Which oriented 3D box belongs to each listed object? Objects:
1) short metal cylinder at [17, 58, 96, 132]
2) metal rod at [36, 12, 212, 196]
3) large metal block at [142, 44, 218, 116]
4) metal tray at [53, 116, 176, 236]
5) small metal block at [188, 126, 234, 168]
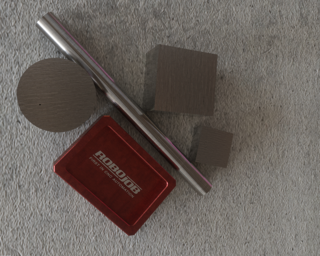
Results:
[{"bbox_3d":[-0.117,-0.035,0.354,0.081,0.050,0.079,0,90,-21],"label":"short metal cylinder"},{"bbox_3d":[-0.036,-0.020,0.397,0.025,0.025,0.300,-47,105,-14],"label":"metal rod"},{"bbox_3d":[0.025,-0.058,0.407,0.081,0.050,0.080,5,89,-20],"label":"large metal block"},{"bbox_3d":[-0.054,0.059,0.388,0.130,0.030,0.090,46,76,-15],"label":"metal tray"},{"bbox_3d":[0.071,0.027,0.439,0.050,0.025,0.050,14,85,-20],"label":"small metal block"}]
